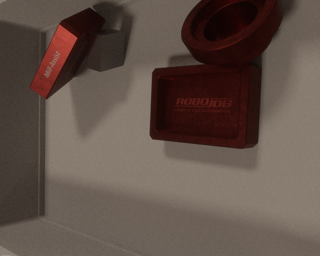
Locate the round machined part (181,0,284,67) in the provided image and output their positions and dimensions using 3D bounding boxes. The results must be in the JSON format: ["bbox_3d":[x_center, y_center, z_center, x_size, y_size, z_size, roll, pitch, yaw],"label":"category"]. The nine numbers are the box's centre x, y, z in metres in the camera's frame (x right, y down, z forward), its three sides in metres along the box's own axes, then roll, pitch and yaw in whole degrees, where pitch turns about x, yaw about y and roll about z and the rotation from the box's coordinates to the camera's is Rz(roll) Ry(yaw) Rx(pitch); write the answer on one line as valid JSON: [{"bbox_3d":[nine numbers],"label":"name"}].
[{"bbox_3d":[0.075,-0.101,0.315,0.098,0.042,0.098,-20,47,24],"label":"round machined part"}]

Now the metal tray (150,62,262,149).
[{"bbox_3d":[0.048,-0.027,0.362,0.130,0.030,0.089,4,93,39],"label":"metal tray"}]

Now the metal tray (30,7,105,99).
[{"bbox_3d":[-0.140,-0.112,0.470,0.030,0.090,0.129,37,125,-8],"label":"metal tray"}]

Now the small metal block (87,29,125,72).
[{"bbox_3d":[-0.077,-0.112,0.441,0.025,0.050,0.050,20,120,26],"label":"small metal block"}]
